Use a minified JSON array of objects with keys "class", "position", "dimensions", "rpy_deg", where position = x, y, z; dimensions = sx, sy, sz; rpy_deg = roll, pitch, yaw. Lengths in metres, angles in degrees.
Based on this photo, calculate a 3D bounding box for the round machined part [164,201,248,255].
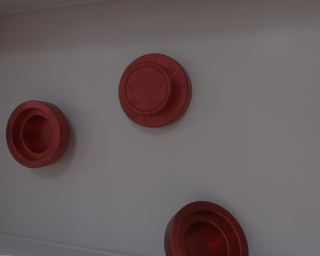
[{"class":"round machined part","position":[0.050,0.140,0.364],"dimensions":[0.098,0.099,0.042],"rpy_deg":[48,140,13]}]

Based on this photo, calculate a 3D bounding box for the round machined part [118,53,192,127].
[{"class":"round machined part","position":[-0.011,-0.049,0.405],"dimensions":[0.098,0.042,0.097],"rpy_deg":[0,90,20]}]

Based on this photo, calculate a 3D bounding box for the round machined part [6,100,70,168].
[{"class":"round machined part","position":[-0.176,0.009,0.464],"dimensions":[0.098,0.042,0.097],"rpy_deg":[0,90,20]}]
